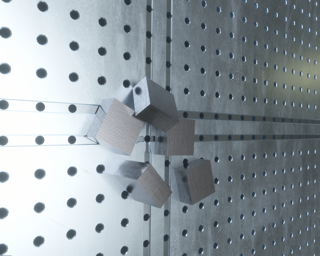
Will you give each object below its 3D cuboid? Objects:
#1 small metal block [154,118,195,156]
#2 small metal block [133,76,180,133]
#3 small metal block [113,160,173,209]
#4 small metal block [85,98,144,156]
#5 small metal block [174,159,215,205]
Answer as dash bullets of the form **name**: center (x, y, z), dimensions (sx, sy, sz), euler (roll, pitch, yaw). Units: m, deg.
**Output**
- **small metal block**: center (0.021, 0.012, 0.425), dimensions (0.050, 0.025, 0.050), euler (4, 87, -40)
- **small metal block**: center (-0.005, -0.029, 0.388), dimensions (0.050, 0.025, 0.050), euler (29, 35, -36)
- **small metal block**: center (-0.021, 0.067, 0.374), dimensions (0.025, 0.050, 0.050), euler (-50, 120, -28)
- **small metal block**: center (-0.051, -0.001, 0.365), dimensions (0.050, 0.025, 0.050), euler (34, 69, -35)
- **small metal block**: center (0.051, 0.077, 0.451), dimensions (0.050, 0.025, 0.050), euler (-18, 101, -38)
